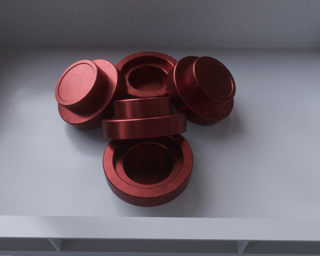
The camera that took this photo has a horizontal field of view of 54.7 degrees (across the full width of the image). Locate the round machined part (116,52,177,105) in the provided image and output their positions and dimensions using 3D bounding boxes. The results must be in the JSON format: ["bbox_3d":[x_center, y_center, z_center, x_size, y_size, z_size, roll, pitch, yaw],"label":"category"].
[{"bbox_3d":[-0.016,-0.063,0.443,0.099,0.042,0.098,0,50,0],"label":"round machined part"}]

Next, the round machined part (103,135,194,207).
[{"bbox_3d":[-0.013,0.045,0.353,0.099,0.042,0.098,0,50,0],"label":"round machined part"}]

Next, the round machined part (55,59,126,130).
[{"bbox_3d":[-0.097,-0.050,0.405,0.098,0.042,0.098,-13,60,24],"label":"round machined part"}]

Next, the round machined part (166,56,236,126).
[{"bbox_3d":[0.061,-0.055,0.409,0.099,0.042,0.098,15,58,-26],"label":"round machined part"}]

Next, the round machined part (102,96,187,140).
[{"bbox_3d":[-0.019,-0.014,0.366,0.099,0.098,0.042,-5,95,-4],"label":"round machined part"}]
